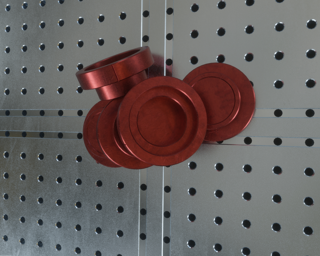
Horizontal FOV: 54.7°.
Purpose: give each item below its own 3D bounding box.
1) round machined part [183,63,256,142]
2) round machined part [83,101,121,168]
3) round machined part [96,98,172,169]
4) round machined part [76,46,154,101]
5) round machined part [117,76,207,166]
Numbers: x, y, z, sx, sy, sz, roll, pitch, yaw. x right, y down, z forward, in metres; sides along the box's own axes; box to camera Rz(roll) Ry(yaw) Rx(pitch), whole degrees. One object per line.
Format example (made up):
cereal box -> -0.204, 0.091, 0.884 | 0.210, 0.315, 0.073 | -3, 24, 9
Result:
round machined part -> 0.066, -0.032, 0.380 | 0.098, 0.042, 0.097 | 0, 90, 19
round machined part -> -0.065, 0.006, 0.425 | 0.098, 0.042, 0.097 | 0, 90, 19
round machined part -> -0.028, 0.003, 0.387 | 0.099, 0.042, 0.097 | 1, 87, -17
round machined part -> -0.053, -0.068, 0.397 | 0.098, 0.098, 0.042 | -13, 111, 19
round machined part -> 0.000, -0.007, 0.352 | 0.099, 0.042, 0.097 | 0, 89, -14
